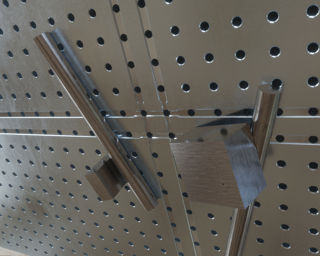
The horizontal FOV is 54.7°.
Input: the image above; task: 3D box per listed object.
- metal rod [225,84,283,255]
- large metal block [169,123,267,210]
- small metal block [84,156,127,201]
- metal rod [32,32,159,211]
[{"bbox_3d":[0.113,0.085,0.404,0.025,0.025,0.298,14,124,20],"label":"metal rod"},{"bbox_3d":[0.068,0.043,0.366,0.080,0.050,0.080,-6,108,48],"label":"large metal block"},{"bbox_3d":[-0.082,0.078,0.486,0.025,0.050,0.050,-19,109,35],"label":"small metal block"},{"bbox_3d":[-0.087,0.000,0.457,0.025,0.025,0.299,-20,108,35],"label":"metal rod"}]
